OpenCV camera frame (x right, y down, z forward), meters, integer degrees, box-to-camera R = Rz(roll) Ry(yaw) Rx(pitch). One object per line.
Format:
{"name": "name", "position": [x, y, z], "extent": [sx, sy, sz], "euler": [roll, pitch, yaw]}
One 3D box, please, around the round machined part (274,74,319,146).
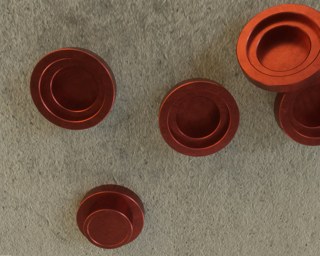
{"name": "round machined part", "position": [0.193, -0.030, 0.391], "extent": [0.099, 0.042, 0.097], "euler": [0, 110, 0]}

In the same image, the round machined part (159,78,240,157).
{"name": "round machined part", "position": [0.048, -0.016, 0.395], "extent": [0.099, 0.042, 0.097], "euler": [0, 110, 0]}

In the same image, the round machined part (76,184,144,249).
{"name": "round machined part", "position": [-0.072, 0.135, 0.450], "extent": [0.099, 0.042, 0.097], "euler": [0, 110, 0]}

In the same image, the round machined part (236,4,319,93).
{"name": "round machined part", "position": [0.140, -0.086, 0.352], "extent": [0.098, 0.042, 0.098], "euler": [-6, 73, 22]}

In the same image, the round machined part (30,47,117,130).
{"name": "round machined part", "position": [-0.102, -0.050, 0.381], "extent": [0.099, 0.042, 0.097], "euler": [0, 110, 0]}
